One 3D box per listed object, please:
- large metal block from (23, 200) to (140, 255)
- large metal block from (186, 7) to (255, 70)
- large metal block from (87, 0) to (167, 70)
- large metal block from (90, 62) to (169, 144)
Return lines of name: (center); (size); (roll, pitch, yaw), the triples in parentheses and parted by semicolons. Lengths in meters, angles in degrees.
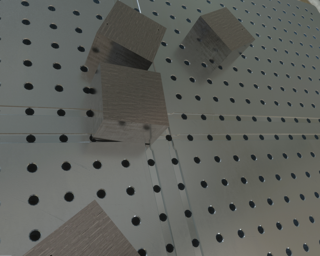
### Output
large metal block: (-0.071, 0.126, 0.278); (0.080, 0.050, 0.081); (49, 51, 6)
large metal block: (0.108, -0.160, 0.550); (0.081, 0.050, 0.080); (-33, 80, -38)
large metal block: (-0.046, -0.123, 0.444); (0.080, 0.050, 0.080); (27, 52, -12)
large metal block: (-0.041, -0.029, 0.389); (0.081, 0.050, 0.080); (6, 59, -26)
